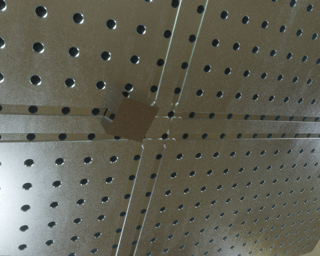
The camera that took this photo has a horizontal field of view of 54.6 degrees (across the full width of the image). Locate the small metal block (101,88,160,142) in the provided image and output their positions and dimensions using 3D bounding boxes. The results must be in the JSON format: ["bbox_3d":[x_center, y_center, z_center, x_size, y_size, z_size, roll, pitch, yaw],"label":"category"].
[{"bbox_3d":[-0.037,-0.015,0.382,0.050,0.025,0.050,17,110,-35],"label":"small metal block"}]
